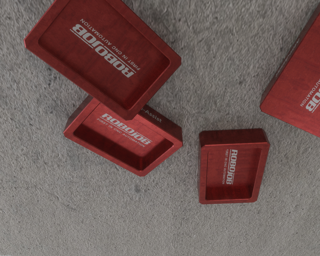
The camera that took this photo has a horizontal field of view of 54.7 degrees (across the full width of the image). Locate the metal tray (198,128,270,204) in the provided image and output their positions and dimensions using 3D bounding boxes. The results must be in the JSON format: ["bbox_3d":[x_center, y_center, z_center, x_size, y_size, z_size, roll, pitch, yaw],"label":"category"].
[{"bbox_3d":[0.103,0.060,0.455,0.091,0.030,0.129,-3,130,2],"label":"metal tray"}]

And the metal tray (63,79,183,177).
[{"bbox_3d":[-0.046,0.005,0.407,0.130,0.030,0.090,33,123,-25],"label":"metal tray"}]

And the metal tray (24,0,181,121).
[{"bbox_3d":[-0.053,-0.079,0.315,0.130,0.030,0.090,38,98,-28],"label":"metal tray"}]

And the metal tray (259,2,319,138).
[{"bbox_3d":[0.179,-0.056,0.333,0.090,0.030,0.129,25,131,5],"label":"metal tray"}]

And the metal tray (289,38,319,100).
[{"bbox_3d":[0.228,-0.065,0.350,0.131,0.030,0.089,8,130,-7],"label":"metal tray"}]
